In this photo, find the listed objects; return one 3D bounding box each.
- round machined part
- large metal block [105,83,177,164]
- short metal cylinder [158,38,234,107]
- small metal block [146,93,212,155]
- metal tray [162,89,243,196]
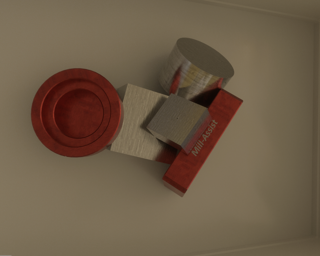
[{"bbox_3d":[-0.090,-0.015,0.355,0.099,0.042,0.097,0,85,2],"label":"round machined part"},{"bbox_3d":[-0.019,-0.003,0.390,0.081,0.050,0.080,16,85,-20],"label":"large metal block"},{"bbox_3d":[0.045,-0.069,0.391,0.081,0.080,0.050,17,129,-20],"label":"short metal cylinder"},{"bbox_3d":[0.022,-0.005,0.350,0.050,0.050,0.025,-54,145,-12],"label":"small metal block"},{"bbox_3d":[0.052,0.023,0.393,0.030,0.090,0.130,32,78,10],"label":"metal tray"}]
